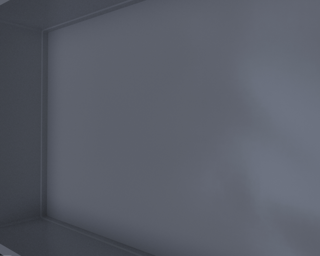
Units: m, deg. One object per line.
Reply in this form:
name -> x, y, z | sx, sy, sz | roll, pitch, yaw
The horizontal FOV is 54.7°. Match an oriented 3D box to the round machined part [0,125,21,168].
round machined part -> -0.345, 0.040, 0.684 | 0.098, 0.042, 0.097 | 0, 90, 40
